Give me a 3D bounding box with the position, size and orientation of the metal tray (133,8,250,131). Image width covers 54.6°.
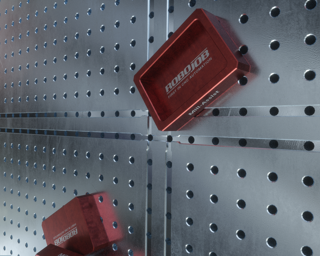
[{"bbox_3d":[0.032,-0.066,0.380,0.129,0.030,0.090,-41,65,32],"label":"metal tray"}]

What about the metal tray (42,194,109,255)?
[{"bbox_3d":[-0.150,0.180,0.532,0.130,0.030,0.090,-37,67,33],"label":"metal tray"}]

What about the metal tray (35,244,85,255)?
[{"bbox_3d":[-0.136,0.245,0.491,0.130,0.030,0.089,5,108,29],"label":"metal tray"}]
